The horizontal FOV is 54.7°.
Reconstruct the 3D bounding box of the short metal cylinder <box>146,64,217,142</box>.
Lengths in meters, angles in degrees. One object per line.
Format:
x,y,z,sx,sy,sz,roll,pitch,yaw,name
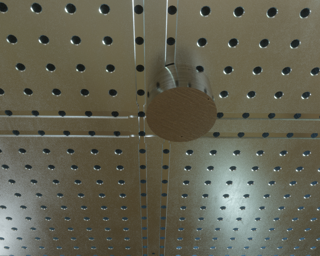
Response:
0.024,-0.029,0.371,0.081,0.050,0.079,0,130,0,short metal cylinder
